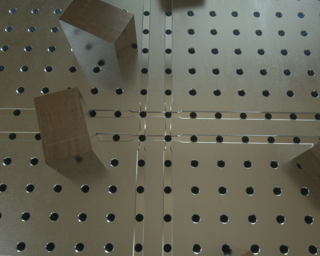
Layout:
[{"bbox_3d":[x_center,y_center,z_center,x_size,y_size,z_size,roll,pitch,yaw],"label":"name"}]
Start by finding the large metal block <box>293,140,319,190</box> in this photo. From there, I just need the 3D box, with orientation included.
[{"bbox_3d":[0.233,0.043,0.386,0.080,0.050,0.080,-33,74,-12],"label":"large metal block"}]

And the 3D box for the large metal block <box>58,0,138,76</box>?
[{"bbox_3d":[-0.080,-0.127,0.428,0.080,0.080,0.050,26,72,8],"label":"large metal block"}]

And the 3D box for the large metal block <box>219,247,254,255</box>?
[{"bbox_3d":[0.085,0.175,0.320,0.050,0.080,0.080,-28,73,-10],"label":"large metal block"}]

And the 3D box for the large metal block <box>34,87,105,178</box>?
[{"bbox_3d":[-0.108,0.008,0.378,0.050,0.080,0.080,-16,71,-6],"label":"large metal block"}]
